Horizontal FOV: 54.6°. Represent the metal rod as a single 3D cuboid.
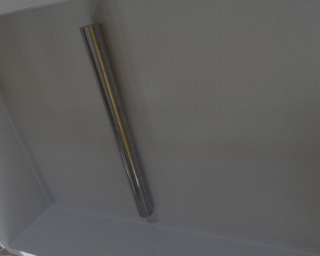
[{"bbox_3d":[-0.054,0.006,0.441,0.025,0.025,0.298,1,119,28],"label":"metal rod"}]
